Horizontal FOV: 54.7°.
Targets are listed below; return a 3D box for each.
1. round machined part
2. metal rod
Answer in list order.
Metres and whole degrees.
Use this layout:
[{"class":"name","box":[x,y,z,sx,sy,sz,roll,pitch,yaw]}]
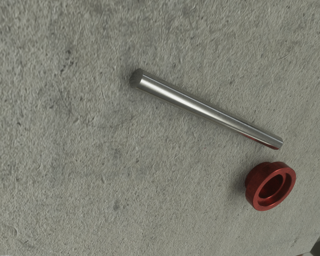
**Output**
[{"class":"round machined part","box":[0.197,0.101,0.569,0.099,0.042,0.097,-14,125,-21]},{"class":"metal rod","box":[0.087,-0.016,0.446,0.302,0.025,0.025,20,108,-36]}]
